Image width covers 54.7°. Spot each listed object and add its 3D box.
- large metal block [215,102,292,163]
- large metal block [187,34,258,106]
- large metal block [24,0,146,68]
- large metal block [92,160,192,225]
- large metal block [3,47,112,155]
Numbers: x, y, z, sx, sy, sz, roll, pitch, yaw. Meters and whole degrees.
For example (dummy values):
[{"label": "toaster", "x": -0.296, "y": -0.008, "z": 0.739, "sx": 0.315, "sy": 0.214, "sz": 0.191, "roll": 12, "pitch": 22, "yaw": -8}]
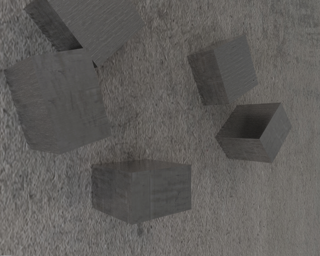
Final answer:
[{"label": "large metal block", "x": 0.149, "y": 0.006, "z": 0.494, "sx": 0.080, "sy": 0.080, "sz": 0.050, "roll": -50, "pitch": 120, "yaw": -28}, {"label": "large metal block", "x": 0.097, "y": -0.087, "z": 0.469, "sx": 0.081, "sy": 0.050, "sz": 0.080, "roll": -32, "pitch": 110, "yaw": -35}, {"label": "large metal block", "x": -0.076, "y": -0.116, "z": 0.325, "sx": 0.080, "sy": 0.050, "sz": 0.080, "roll": -51, "pitch": 120, "yaw": -28}, {"label": "large metal block", "x": -0.022, "y": 0.066, "z": 0.351, "sx": 0.081, "sy": 0.080, "sz": 0.050, "roll": -1, "pitch": 91, "yaw": -40}, {"label": "large metal block", "x": -0.096, "y": -0.024, "z": 0.288, "sx": 0.050, "sy": 0.080, "sz": 0.080, "roll": -22, "pitch": 104, "yaw": -38}]
